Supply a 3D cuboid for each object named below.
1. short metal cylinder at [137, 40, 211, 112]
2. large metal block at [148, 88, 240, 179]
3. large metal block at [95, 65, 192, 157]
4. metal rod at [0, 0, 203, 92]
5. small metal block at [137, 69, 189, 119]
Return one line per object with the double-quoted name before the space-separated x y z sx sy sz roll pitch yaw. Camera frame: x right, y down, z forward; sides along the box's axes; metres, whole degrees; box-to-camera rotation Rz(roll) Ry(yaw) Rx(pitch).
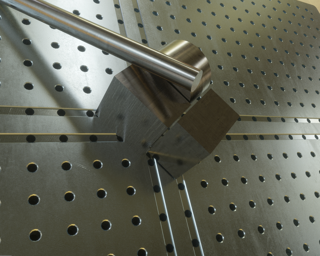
"short metal cylinder" 0.017 -0.064 0.389 0.080 0.080 0.050 45 51 2
"large metal block" 0.042 0.008 0.390 0.050 0.080 0.080 45 51 2
"large metal block" -0.023 -0.023 0.377 0.080 0.080 0.050 44 51 2
"metal rod" -0.090 -0.115 0.364 0.301 0.025 0.025 27 49 16
"small metal block" 0.005 -0.049 0.443 0.050 0.025 0.050 41 51 -1
